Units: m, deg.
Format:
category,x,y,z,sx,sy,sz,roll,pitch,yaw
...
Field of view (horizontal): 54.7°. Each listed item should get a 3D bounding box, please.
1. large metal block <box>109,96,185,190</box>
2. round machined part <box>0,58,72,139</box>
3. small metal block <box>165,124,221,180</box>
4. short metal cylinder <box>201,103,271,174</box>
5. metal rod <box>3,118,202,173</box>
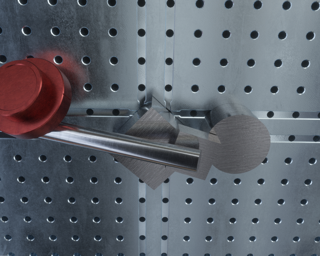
category,x,y,z,sx,sy,sz,roll,pitch,yaw
large metal block,-0.009,0.019,0.405,0.080,0.050,0.080,42,104,-14
round machined part,-0.158,-0.039,0.359,0.098,0.042,0.098,-3,71,10
small metal block,0.038,0.029,0.369,0.050,0.025,0.050,17,109,-7
short metal cylinder,0.096,0.013,0.406,0.081,0.050,0.079,0,110,-1
metal rod,-0.102,0.008,0.369,0.301,0.025,0.025,11,111,13
